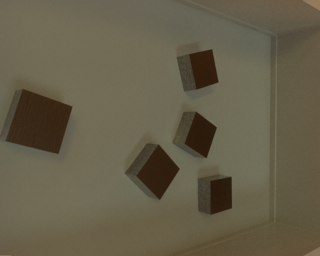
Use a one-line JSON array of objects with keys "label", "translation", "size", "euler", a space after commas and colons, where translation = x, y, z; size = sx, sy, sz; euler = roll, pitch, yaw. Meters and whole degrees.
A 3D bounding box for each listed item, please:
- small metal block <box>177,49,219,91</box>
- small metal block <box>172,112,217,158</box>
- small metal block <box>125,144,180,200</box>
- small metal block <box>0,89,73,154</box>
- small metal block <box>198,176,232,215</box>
[{"label": "small metal block", "translation": [0.056, -0.085, 0.453], "size": [0.050, 0.025, 0.050], "euler": [-22, 104, -38]}, {"label": "small metal block", "translation": [0.051, 0.010, 0.449], "size": [0.050, 0.025, 0.050], "euler": [33, 69, -35]}, {"label": "small metal block", "translation": [-0.009, 0.056, 0.399], "size": [0.050, 0.025, 0.050], "euler": [51, 60, -28]}, {"label": "small metal block", "translation": [-0.121, -0.005, 0.305], "size": [0.050, 0.025, 0.050], "euler": [21, 77, -38]}, {"label": "small metal block", "translation": [0.085, 0.101, 0.478], "size": [0.050, 0.025, 0.050], "euler": [-2, 91, -40]}]
